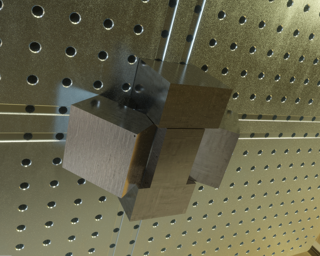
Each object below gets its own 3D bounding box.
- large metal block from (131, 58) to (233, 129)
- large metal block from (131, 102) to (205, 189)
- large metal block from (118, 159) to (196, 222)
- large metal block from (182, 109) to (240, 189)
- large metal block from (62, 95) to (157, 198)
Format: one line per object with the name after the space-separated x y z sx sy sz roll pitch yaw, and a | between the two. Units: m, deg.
0.022 -0.041 0.363 0.081 0.080 0.050 1 118 -29 | large metal block
0.003 0.017 0.388 0.050 0.080 0.079 1 118 -29 | large metal block
-0.012 0.073 0.414 0.081 0.080 0.050 1 118 -29 | large metal block
0.068 0.021 0.416 0.050 0.080 0.079 17 114 5 | large metal block
-0.057 0.018 0.349 0.050 0.080 0.079 -36 146 -60 | large metal block
